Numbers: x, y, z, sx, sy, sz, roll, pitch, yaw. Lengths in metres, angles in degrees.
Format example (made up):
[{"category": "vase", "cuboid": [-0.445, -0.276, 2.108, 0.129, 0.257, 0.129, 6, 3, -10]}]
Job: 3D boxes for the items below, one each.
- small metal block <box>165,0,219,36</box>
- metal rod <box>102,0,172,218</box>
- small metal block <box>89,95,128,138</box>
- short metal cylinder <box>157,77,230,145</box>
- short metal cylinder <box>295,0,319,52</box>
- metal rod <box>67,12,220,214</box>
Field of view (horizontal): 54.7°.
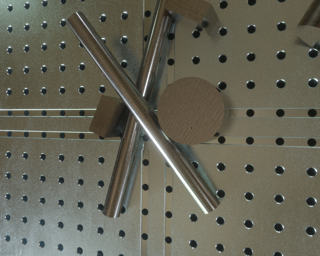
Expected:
[{"category": "small metal block", "cuboid": [0.041, -0.143, 0.385, 0.050, 0.050, 0.025, 31, 100, 17]}, {"category": "metal rod", "cuboid": [-0.030, -0.022, 0.423, 0.025, 0.025, 0.298, 17, 96, 19]}, {"category": "small metal block", "cuboid": [-0.065, -0.015, 0.422, 0.025, 0.050, 0.050, 24, 98, 18]}, {"category": "short metal cylinder", "cuboid": [0.043, -0.020, 0.384, 0.080, 0.050, 0.080, 0, 90, 20]}, {"category": "short metal cylinder", "cuboid": [0.190, -0.106, 0.316, 0.080, 0.080, 0.050, 33, 101, 17]}, {"category": "metal rod", "cuboid": [-0.022, -0.021, 0.395, 0.025, 0.025, 0.299, -37, 88, 16]}]
